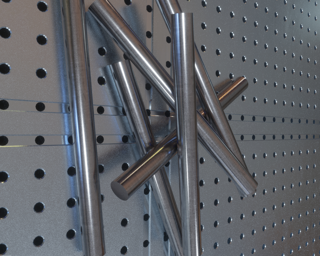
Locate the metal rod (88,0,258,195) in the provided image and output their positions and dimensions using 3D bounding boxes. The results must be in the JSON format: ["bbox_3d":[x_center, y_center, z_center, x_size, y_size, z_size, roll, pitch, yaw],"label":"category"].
[{"bbox_3d":[0.024,-0.030,0.382,0.300,0.025,0.025,49,60,-13],"label":"metal rod"}]

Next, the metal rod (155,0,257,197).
[{"bbox_3d":[0.064,-0.039,0.410,0.025,0.025,0.299,-35,106,-34],"label":"metal rod"}]

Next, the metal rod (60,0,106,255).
[{"bbox_3d":[-0.084,-0.008,0.337,0.025,0.025,0.298,-7,95,-40],"label":"metal rod"}]

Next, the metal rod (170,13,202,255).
[{"bbox_3d":[0.033,0.022,0.370,0.025,0.025,0.298,-17,111,-39],"label":"metal rod"}]

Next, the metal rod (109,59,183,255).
[{"bbox_3d":[-0.004,0.060,0.404,0.025,0.025,0.299,-28,108,-36],"label":"metal rod"}]

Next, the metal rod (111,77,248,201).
[{"bbox_3d":[0.047,-0.004,0.424,0.302,0.025,0.025,-38,114,-41],"label":"metal rod"}]
